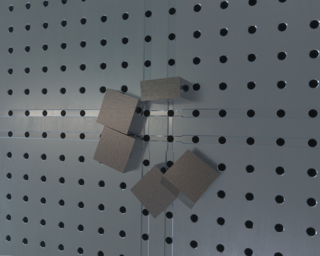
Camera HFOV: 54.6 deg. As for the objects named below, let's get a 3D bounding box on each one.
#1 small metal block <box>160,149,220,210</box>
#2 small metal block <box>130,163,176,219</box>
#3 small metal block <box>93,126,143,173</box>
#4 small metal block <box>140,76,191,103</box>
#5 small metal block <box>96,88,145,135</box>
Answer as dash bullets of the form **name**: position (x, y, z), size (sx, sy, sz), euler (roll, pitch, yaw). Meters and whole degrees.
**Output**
- **small metal block**: position (0.037, 0.063, 0.386), size (0.050, 0.025, 0.050), euler (39, 62, 16)
- **small metal block**: position (-0.002, 0.083, 0.414), size (0.050, 0.025, 0.050), euler (-46, 76, 14)
- **small metal block**: position (-0.059, 0.029, 0.434), size (0.050, 0.025, 0.050), euler (22, 97, 18)
- **small metal block**: position (0.008, -0.047, 0.397), size (0.050, 0.050, 0.025), euler (-4, 89, 20)
- **small metal block**: position (-0.054, -0.023, 0.432), size (0.050, 0.025, 0.050), euler (21, 97, 18)
